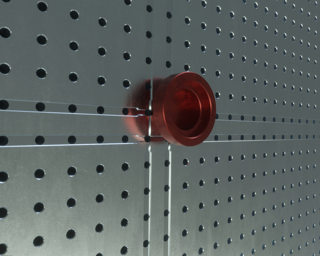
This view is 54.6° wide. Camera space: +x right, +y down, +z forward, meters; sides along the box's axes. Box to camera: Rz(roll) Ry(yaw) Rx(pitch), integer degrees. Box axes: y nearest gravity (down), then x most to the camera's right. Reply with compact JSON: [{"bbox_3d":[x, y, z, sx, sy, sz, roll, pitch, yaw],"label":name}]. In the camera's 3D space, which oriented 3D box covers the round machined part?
[{"bbox_3d":[0.028,-0.025,0.421,0.099,0.042,0.097,0,90,-40],"label":"round machined part"}]
